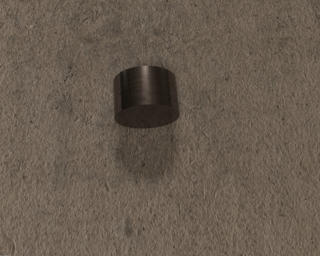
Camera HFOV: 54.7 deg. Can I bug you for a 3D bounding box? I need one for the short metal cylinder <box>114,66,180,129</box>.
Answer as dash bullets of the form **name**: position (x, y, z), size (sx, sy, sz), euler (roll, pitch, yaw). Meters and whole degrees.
- **short metal cylinder**: position (-0.018, -0.036, 0.392), size (0.081, 0.080, 0.050), euler (-4, 70, -2)
